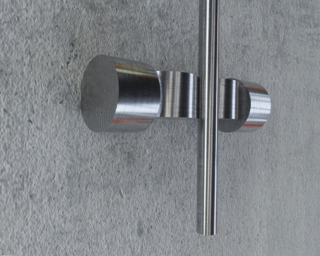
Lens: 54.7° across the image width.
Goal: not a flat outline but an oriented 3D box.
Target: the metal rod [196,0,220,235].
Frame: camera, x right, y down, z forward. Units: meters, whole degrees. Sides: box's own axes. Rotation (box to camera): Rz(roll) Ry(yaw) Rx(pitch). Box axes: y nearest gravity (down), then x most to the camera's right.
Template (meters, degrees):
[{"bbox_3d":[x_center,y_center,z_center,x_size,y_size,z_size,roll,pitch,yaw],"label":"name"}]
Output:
[{"bbox_3d":[0.058,-0.024,0.374,0.025,0.025,0.298,1,89,-40],"label":"metal rod"}]

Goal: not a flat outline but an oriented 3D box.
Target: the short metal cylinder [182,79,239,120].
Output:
[{"bbox_3d":[0.067,-0.037,0.426,0.081,0.080,0.050,1,90,-40],"label":"short metal cylinder"}]

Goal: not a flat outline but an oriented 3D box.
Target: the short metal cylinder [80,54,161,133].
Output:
[{"bbox_3d":[-0.044,-0.035,0.333,0.050,0.080,0.080,1,90,-40],"label":"short metal cylinder"}]

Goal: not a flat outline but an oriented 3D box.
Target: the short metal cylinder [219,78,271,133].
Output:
[{"bbox_3d":[0.118,-0.033,0.469,0.050,0.080,0.080,1,90,-40],"label":"short metal cylinder"}]

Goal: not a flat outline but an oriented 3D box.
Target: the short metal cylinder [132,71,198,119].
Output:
[{"bbox_3d":[0.005,-0.037,0.375,0.081,0.080,0.050,1,90,-40],"label":"short metal cylinder"}]
